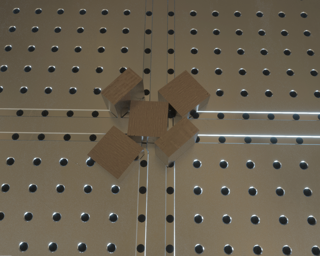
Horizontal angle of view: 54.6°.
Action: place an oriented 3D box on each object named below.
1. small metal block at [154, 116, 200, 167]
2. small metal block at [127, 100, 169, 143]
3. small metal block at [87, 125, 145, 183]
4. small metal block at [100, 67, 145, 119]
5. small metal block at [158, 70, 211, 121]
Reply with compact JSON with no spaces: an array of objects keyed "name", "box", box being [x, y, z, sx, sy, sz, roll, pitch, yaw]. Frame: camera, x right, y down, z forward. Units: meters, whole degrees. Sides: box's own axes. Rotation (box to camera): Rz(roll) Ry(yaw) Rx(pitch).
[{"name":"small metal block","box":[0.020,0.018,0.392,0.050,0.050,0.025,-40,75,-13]},{"name":"small metal block","box":[-0.015,-0.008,0.414,0.050,0.025,0.050,3,69,2]},{"name":"small metal block","box":[-0.056,0.034,0.399,0.050,0.025,0.050,36,73,12]},{"name":"small metal block","box":[-0.048,-0.045,0.414,0.025,0.050,0.050,42,76,13]},{"name":"small metal block","box":[0.033,-0.043,0.428,0.050,0.025,0.050,-38,75,-12]}]
